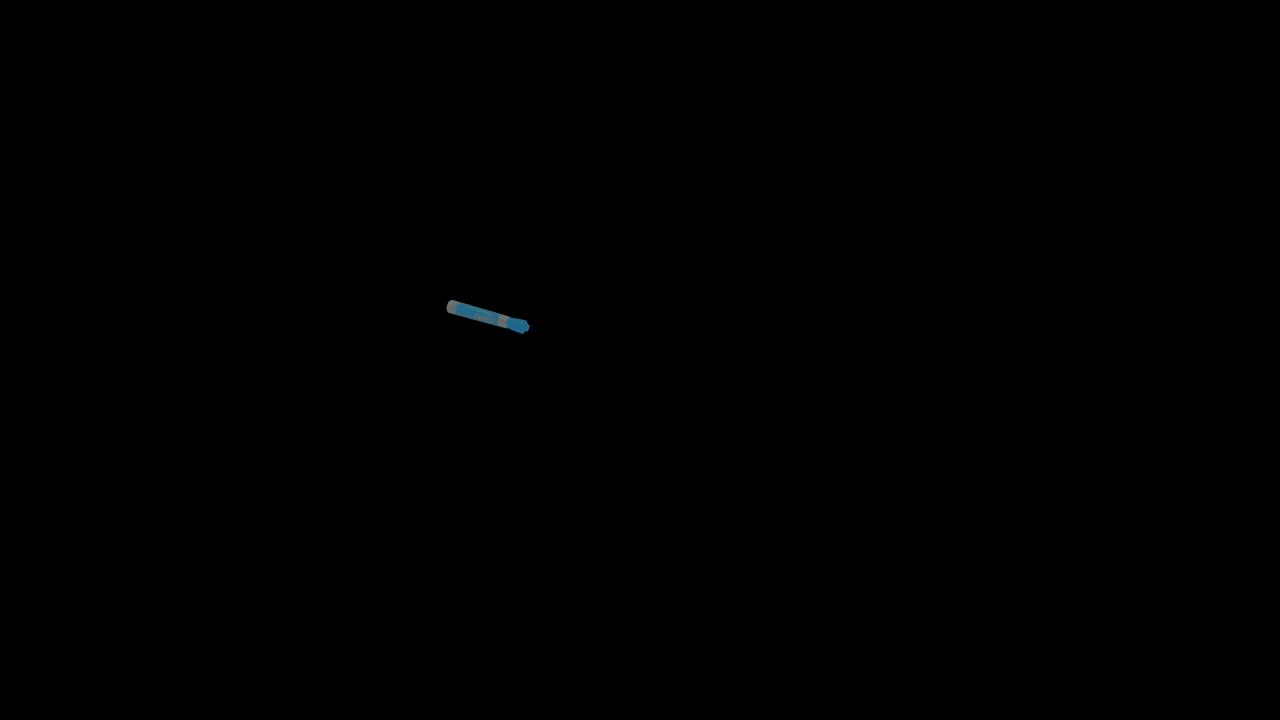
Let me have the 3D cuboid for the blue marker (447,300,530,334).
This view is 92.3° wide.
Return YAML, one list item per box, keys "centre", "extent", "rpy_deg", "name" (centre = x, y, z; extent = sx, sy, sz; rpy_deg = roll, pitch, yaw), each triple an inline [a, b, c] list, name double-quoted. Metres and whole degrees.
- centre: [-0.205, -0.058, 0.833]
  extent: [0.121, 0.020, 0.020]
  rpy_deg: [16, 4, 14]
  name: "blue marker"
